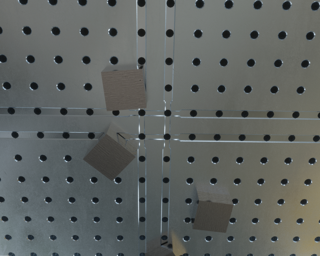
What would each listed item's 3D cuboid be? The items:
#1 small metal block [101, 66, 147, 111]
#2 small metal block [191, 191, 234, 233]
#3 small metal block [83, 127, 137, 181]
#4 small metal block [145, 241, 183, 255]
[{"bbox_3d":[-0.044,-0.051,0.394,0.050,0.025,0.050,-5,110,1],"label":"small metal block"},{"bbox_3d":[0.077,0.125,0.461,0.050,0.025,0.050,8,110,-4],"label":"small metal block"},{"bbox_3d":[-0.068,0.036,0.426,0.050,0.025,0.050,40,105,-14],"label":"small metal block"},{"bbox_3d":[0.010,0.216,0.493,0.050,0.025,0.050,-28,108,9],"label":"small metal block"}]
